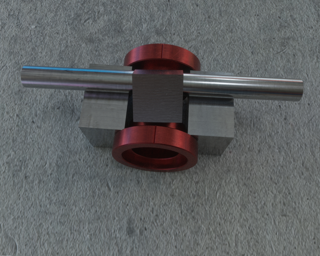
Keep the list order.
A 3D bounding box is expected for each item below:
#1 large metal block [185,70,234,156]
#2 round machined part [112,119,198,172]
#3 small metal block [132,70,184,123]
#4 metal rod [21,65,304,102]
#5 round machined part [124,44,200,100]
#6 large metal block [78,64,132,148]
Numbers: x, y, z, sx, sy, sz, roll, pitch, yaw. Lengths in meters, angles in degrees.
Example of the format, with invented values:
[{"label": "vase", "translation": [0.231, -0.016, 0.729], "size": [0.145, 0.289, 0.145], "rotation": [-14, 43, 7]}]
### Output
[{"label": "large metal block", "translation": [0.058, -0.015, 0.386], "size": [0.050, 0.080, 0.080], "rotation": [4, 70, 1]}, {"label": "round machined part", "translation": [-0.005, 0.017, 0.364], "size": [0.099, 0.098, 0.042], "rotation": [4, 65, 1]}, {"label": "small metal block", "translation": [-0.002, -0.033, 0.322], "size": [0.050, 0.025, 0.050], "rotation": [1, 111, 2]}, {"label": "metal rod", "translation": [0.002, -0.049, 0.342], "size": [0.302, 0.025, 0.025], "rotation": [3, 70, 1]}, {"label": "round machined part", "translation": [0.002, -0.061, 0.393], "size": [0.099, 0.098, 0.042], "rotation": [4, 71, 1]}, {"label": "large metal block", "translation": [-0.061, -0.023, 0.388], "size": [0.050, 0.080, 0.080], "rotation": [4, 70, 1]}]
